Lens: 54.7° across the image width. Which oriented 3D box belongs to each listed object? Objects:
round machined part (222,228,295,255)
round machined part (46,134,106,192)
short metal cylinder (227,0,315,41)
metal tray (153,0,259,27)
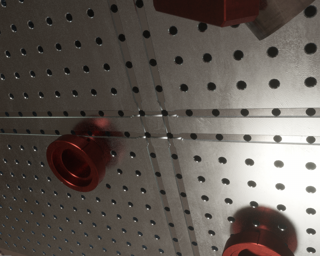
[{"bbox_3d":[0.141,0.182,0.438,0.098,0.042,0.097,13,124,20],"label":"round machined part"},{"bbox_3d":[-0.129,0.052,0.498,0.098,0.042,0.097,13,124,20],"label":"round machined part"},{"bbox_3d":[0.098,-0.118,0.251,0.050,0.080,0.080,48,129,-6],"label":"short metal cylinder"},{"bbox_3d":[0.029,-0.140,0.255,0.130,0.030,0.089,-135,33,-55],"label":"metal tray"}]
